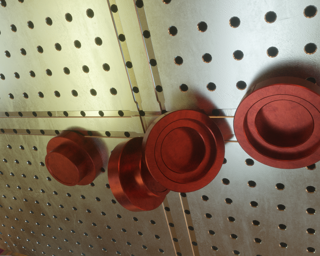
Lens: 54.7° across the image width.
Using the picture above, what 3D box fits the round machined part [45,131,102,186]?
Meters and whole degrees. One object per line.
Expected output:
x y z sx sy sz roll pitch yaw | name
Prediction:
-0.149 0.057 0.511 0.098 0.042 0.097 13 124 20 | round machined part

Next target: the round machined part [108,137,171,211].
-0.018 0.059 0.408 0.042 0.098 0.098 -18 109 36 | round machined part

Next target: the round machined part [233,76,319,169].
0.131 -0.009 0.326 0.098 0.042 0.097 13 124 20 | round machined part

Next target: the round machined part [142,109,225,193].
0.025 0.026 0.379 0.098 0.098 0.042 54 169 -11 | round machined part
